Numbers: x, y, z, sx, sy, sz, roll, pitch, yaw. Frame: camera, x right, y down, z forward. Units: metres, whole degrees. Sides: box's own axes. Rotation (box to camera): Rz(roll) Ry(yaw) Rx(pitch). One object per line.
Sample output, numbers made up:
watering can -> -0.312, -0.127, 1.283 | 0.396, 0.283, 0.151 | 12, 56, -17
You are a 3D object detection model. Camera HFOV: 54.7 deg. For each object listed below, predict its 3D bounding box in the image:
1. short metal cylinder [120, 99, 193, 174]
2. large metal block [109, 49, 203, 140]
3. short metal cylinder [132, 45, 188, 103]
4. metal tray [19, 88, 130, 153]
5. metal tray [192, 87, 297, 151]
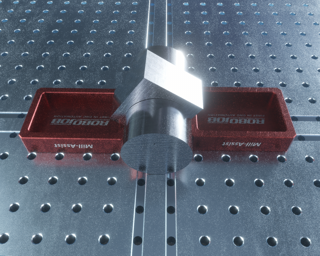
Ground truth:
short metal cylinder -> -0.003, 0.012, 0.361 | 0.080, 0.080, 0.050 | 1, 50, 1
large metal block -> -0.005, -0.036, 0.383 | 0.080, 0.080, 0.050 | 25, 45, -24
short metal cylinder -> 0.000, -0.065, 0.426 | 0.080, 0.080, 0.050 | 1, 50, 1
metal tray -> -0.106, -0.012, 0.413 | 0.131, 0.030, 0.090 | 1, 50, 0
metal tray -> 0.103, -0.014, 0.416 | 0.131, 0.030, 0.090 | 1, 50, 0
